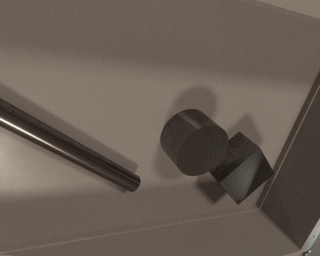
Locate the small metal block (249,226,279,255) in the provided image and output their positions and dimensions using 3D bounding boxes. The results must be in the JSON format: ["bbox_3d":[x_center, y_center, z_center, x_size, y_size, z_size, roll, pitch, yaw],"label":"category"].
[{"bbox_3d":[0.237,0.258,0.705,0.050,0.025,0.050,-42,130,0],"label":"small metal block"}]

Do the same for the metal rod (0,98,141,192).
[{"bbox_3d":[-0.130,0.008,0.343,0.025,0.025,0.301,-48,129,5],"label":"metal rod"}]

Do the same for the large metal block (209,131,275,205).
[{"bbox_3d":[0.129,0.067,0.507,0.080,0.050,0.080,-41,130,0],"label":"large metal block"}]

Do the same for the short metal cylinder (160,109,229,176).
[{"bbox_3d":[0.048,0.020,0.433,0.081,0.050,0.079,-14,125,-21],"label":"short metal cylinder"}]
